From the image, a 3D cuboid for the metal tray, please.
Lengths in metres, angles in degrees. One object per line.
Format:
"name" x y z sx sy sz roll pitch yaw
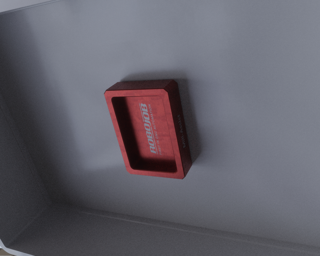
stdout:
"metal tray" -0.013 0.003 0.409 0.090 0.030 0.129 1 119 26
